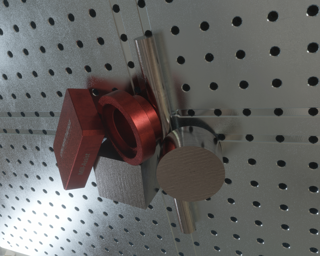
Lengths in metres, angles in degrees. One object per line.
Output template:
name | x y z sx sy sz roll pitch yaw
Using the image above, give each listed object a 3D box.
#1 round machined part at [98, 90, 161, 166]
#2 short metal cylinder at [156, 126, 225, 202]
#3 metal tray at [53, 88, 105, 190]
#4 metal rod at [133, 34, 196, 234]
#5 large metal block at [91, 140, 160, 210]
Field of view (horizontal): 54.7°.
round machined part | -0.036 -0.004 0.400 0.098 0.042 0.097 36 142 36
short metal cylinder | 0.038 0.044 0.385 0.080 0.050 0.079 2 117 4
metal tray | -0.123 0.018 0.452 0.090 0.030 0.129 61 139 35
metal rod | 0.013 0.026 0.421 0.025 0.025 0.298 1 119 28
large metal block | -0.049 0.065 0.461 0.080 0.050 0.079 10 123 23
